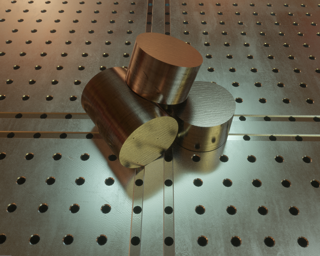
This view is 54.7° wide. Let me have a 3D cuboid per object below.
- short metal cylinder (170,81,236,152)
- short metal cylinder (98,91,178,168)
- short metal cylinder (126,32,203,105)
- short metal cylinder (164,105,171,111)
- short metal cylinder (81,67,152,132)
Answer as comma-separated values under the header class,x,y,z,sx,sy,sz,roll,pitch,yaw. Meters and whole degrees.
class,x,y,z,sx,sy,sz,roll,pitch,yaw
short metal cylinder,0.054,-0.016,0.404,0.081,0.050,0.080,0,50,0
short metal cylinder,-0.026,0.002,0.370,0.081,0.080,0.050,-27,56,-21
short metal cylinder,0.004,-0.072,0.368,0.081,0.050,0.080,14,36,-10
short metal cylinder,0.009,-0.067,0.447,0.081,0.050,0.080,0,50,0
short metal cylinder,-0.053,-0.031,0.397,0.081,0.080,0.050,-27,56,-21
